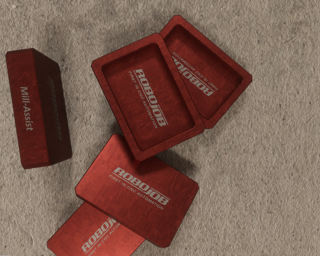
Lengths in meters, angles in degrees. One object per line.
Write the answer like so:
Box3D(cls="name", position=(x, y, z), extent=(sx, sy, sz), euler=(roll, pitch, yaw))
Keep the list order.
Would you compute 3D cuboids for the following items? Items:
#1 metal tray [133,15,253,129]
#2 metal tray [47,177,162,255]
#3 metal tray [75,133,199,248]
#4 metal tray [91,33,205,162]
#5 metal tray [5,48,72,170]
Box3D(cls="metal tray", position=(0.042, -0.071, 0.407), extent=(0.130, 0.030, 0.090), euler=(40, 90, -1))
Box3D(cls="metal tray", position=(-0.069, 0.130, 0.407), extent=(0.090, 0.030, 0.130), euler=(43, 90, -1))
Box3D(cls="metal tray", position=(-0.028, 0.078, 0.391), extent=(0.130, 0.030, 0.090), euler=(32, 67, -1))
Box3D(cls="metal tray", position=(-0.014, -0.036, 0.374), extent=(0.090, 0.030, 0.129), euler=(-25, 90, -4))
Box3D(cls="metal tray", position=(-0.142, -0.021, 0.375), extent=(0.030, 0.090, 0.129), euler=(-8, 90, 0))
